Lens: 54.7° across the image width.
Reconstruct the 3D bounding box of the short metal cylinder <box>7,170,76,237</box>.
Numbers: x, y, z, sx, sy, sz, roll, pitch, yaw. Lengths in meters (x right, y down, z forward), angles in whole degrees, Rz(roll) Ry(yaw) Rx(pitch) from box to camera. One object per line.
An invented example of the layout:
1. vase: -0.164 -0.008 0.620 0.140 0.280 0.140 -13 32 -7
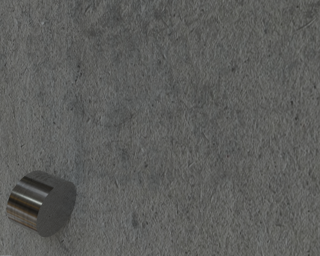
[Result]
1. short metal cylinder: -0.165 0.106 0.438 0.050 0.080 0.080 16 96 19
